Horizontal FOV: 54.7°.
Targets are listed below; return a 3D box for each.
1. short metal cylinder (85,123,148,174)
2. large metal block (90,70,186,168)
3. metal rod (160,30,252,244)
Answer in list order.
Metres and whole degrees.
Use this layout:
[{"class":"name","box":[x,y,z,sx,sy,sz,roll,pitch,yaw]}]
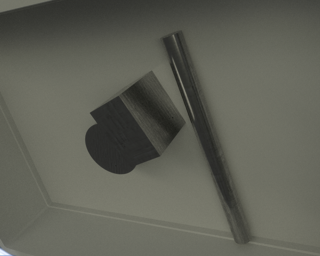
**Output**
[{"class":"short metal cylinder","box":[-0.055,0.017,0.431,0.080,0.050,0.079,13,124,20]},{"class":"large metal block","box":[-0.023,-0.012,0.376,0.050,0.080,0.080,-25,105,36]},{"class":"metal rod","box":[0.065,0.027,0.390,0.025,0.025,0.299,-9,114,32]}]
